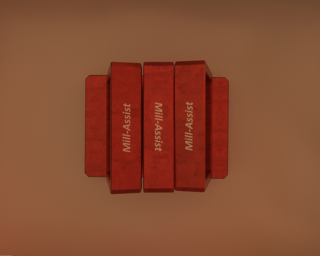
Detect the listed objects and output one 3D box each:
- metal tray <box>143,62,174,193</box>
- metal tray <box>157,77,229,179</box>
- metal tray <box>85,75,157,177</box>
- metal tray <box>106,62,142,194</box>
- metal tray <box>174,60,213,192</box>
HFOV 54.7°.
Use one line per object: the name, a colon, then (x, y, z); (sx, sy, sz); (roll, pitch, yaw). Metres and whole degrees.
metal tray: (-0.001, 0.000, 0.346); (0.030, 0.090, 0.129); (0, 88, 0)
metal tray: (0.042, 0.000, 0.408); (0.091, 0.030, 0.129); (1, 90, 0)
metal tray: (-0.049, -0.002, 0.406); (0.091, 0.030, 0.129); (1, 90, 0)
metal tray: (-0.042, 0.000, 0.344); (0.030, 0.090, 0.129); (0, 90, -13)
metal tray: (0.039, -0.002, 0.345); (0.030, 0.090, 0.129); (0, 90, 14)
